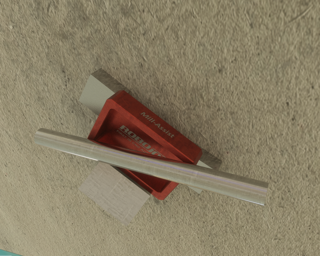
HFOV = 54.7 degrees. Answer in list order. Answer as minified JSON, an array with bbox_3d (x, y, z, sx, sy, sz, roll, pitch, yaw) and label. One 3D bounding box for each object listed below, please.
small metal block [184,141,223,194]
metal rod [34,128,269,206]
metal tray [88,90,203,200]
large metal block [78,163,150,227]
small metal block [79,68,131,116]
[{"bbox_3d":[0.047,0.053,0.415,0.050,0.025,0.050,33,129,6],"label":"small metal block"},{"bbox_3d":[-0.027,0.040,0.375,0.301,0.025,0.025,12,123,21],"label":"metal rod"},{"bbox_3d":[-0.023,0.024,0.397,0.130,0.030,0.089,37,129,2],"label":"metal tray"},{"bbox_3d":[-0.059,0.087,0.445,0.080,0.080,0.050,37,87,3],"label":"large metal block"},{"bbox_3d":[-0.075,-0.044,0.419,0.050,0.025,0.050,38,129,2],"label":"small metal block"}]
